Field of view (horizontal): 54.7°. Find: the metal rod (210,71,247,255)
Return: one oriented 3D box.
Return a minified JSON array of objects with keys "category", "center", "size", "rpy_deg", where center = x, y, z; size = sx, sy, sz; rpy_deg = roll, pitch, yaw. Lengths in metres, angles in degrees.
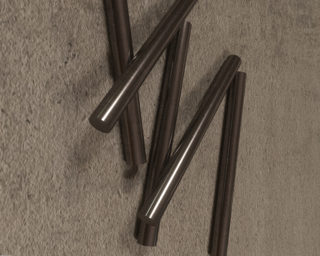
[{"category":"metal rod","center":[0.112,0.056,0.501],"size":[0.025,0.025,0.298],"rpy_deg":[13,81,-40]}]

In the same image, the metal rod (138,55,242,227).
[{"category":"metal rod","center":[0.054,-0.003,0.430],"size":[0.025,0.025,0.301],"rpy_deg":[52,53,-28]}]

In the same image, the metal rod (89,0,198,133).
[{"category":"metal rod","center":[0.003,-0.115,0.385],"size":[0.025,0.025,0.301],"rpy_deg":[49,54,-29]}]

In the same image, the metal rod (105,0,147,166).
[{"category":"metal rod","center":[-0.046,-0.104,0.367],"size":[0.025,0.025,0.298],"rpy_deg":[-11,97,-40]}]

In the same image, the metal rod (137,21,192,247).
[{"category":"metal rod","center":[0.008,0.001,0.413],"size":[0.025,0.025,0.299],"rpy_deg":[16,80,-39]}]
